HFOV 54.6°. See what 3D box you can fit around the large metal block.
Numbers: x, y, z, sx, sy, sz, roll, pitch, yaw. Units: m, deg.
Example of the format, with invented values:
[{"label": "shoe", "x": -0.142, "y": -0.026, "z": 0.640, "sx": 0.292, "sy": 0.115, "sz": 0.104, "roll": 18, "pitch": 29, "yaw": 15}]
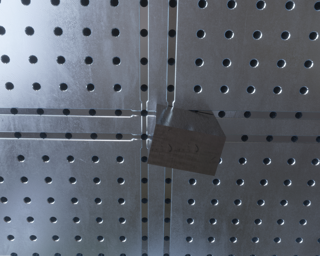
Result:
[{"label": "large metal block", "x": 0.030, "y": 0.012, "z": 0.389, "sx": 0.080, "sy": 0.080, "sz": 0.050, "roll": 11, "pitch": 110, "yaw": -4}]
